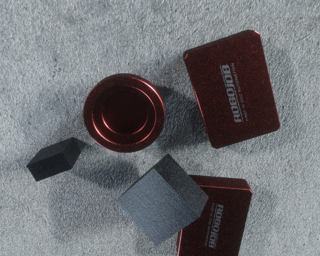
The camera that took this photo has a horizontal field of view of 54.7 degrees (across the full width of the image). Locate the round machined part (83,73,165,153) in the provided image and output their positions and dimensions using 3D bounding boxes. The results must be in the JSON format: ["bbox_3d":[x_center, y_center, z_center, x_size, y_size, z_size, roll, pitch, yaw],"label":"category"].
[{"bbox_3d":[-0.043,-0.021,0.392,0.099,0.042,0.097,0,110,-1],"label":"round machined part"}]

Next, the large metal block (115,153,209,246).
[{"bbox_3d":[0.003,0.094,0.411,0.080,0.050,0.080,47,117,2],"label":"large metal block"}]

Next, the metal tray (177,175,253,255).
[{"bbox_3d":[0.077,0.136,0.458,0.091,0.030,0.129,5,110,-3],"label":"metal tray"}]

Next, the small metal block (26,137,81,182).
[{"bbox_3d":[-0.138,0.040,0.409,0.050,0.050,0.025,-21,109,7],"label":"small metal block"}]

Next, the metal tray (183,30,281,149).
[{"bbox_3d":[0.091,-0.047,0.391,0.090,0.030,0.129,-18,109,6],"label":"metal tray"}]
